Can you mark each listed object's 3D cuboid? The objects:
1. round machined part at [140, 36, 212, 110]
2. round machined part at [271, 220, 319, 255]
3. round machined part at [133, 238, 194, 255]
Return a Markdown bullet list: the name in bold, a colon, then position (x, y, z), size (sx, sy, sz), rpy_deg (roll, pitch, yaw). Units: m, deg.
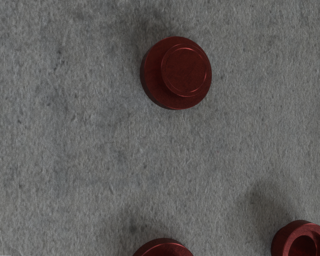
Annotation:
- **round machined part**: position (0.026, -0.073, 0.411), size (0.099, 0.042, 0.097), rpy_deg (0, 90, -21)
- **round machined part**: position (0.214, 0.191, 0.482), size (0.099, 0.042, 0.097), rpy_deg (0, 90, -21)
- **round machined part**: position (0.007, 0.199, 0.404), size (0.099, 0.042, 0.097), rpy_deg (0, 90, -21)
